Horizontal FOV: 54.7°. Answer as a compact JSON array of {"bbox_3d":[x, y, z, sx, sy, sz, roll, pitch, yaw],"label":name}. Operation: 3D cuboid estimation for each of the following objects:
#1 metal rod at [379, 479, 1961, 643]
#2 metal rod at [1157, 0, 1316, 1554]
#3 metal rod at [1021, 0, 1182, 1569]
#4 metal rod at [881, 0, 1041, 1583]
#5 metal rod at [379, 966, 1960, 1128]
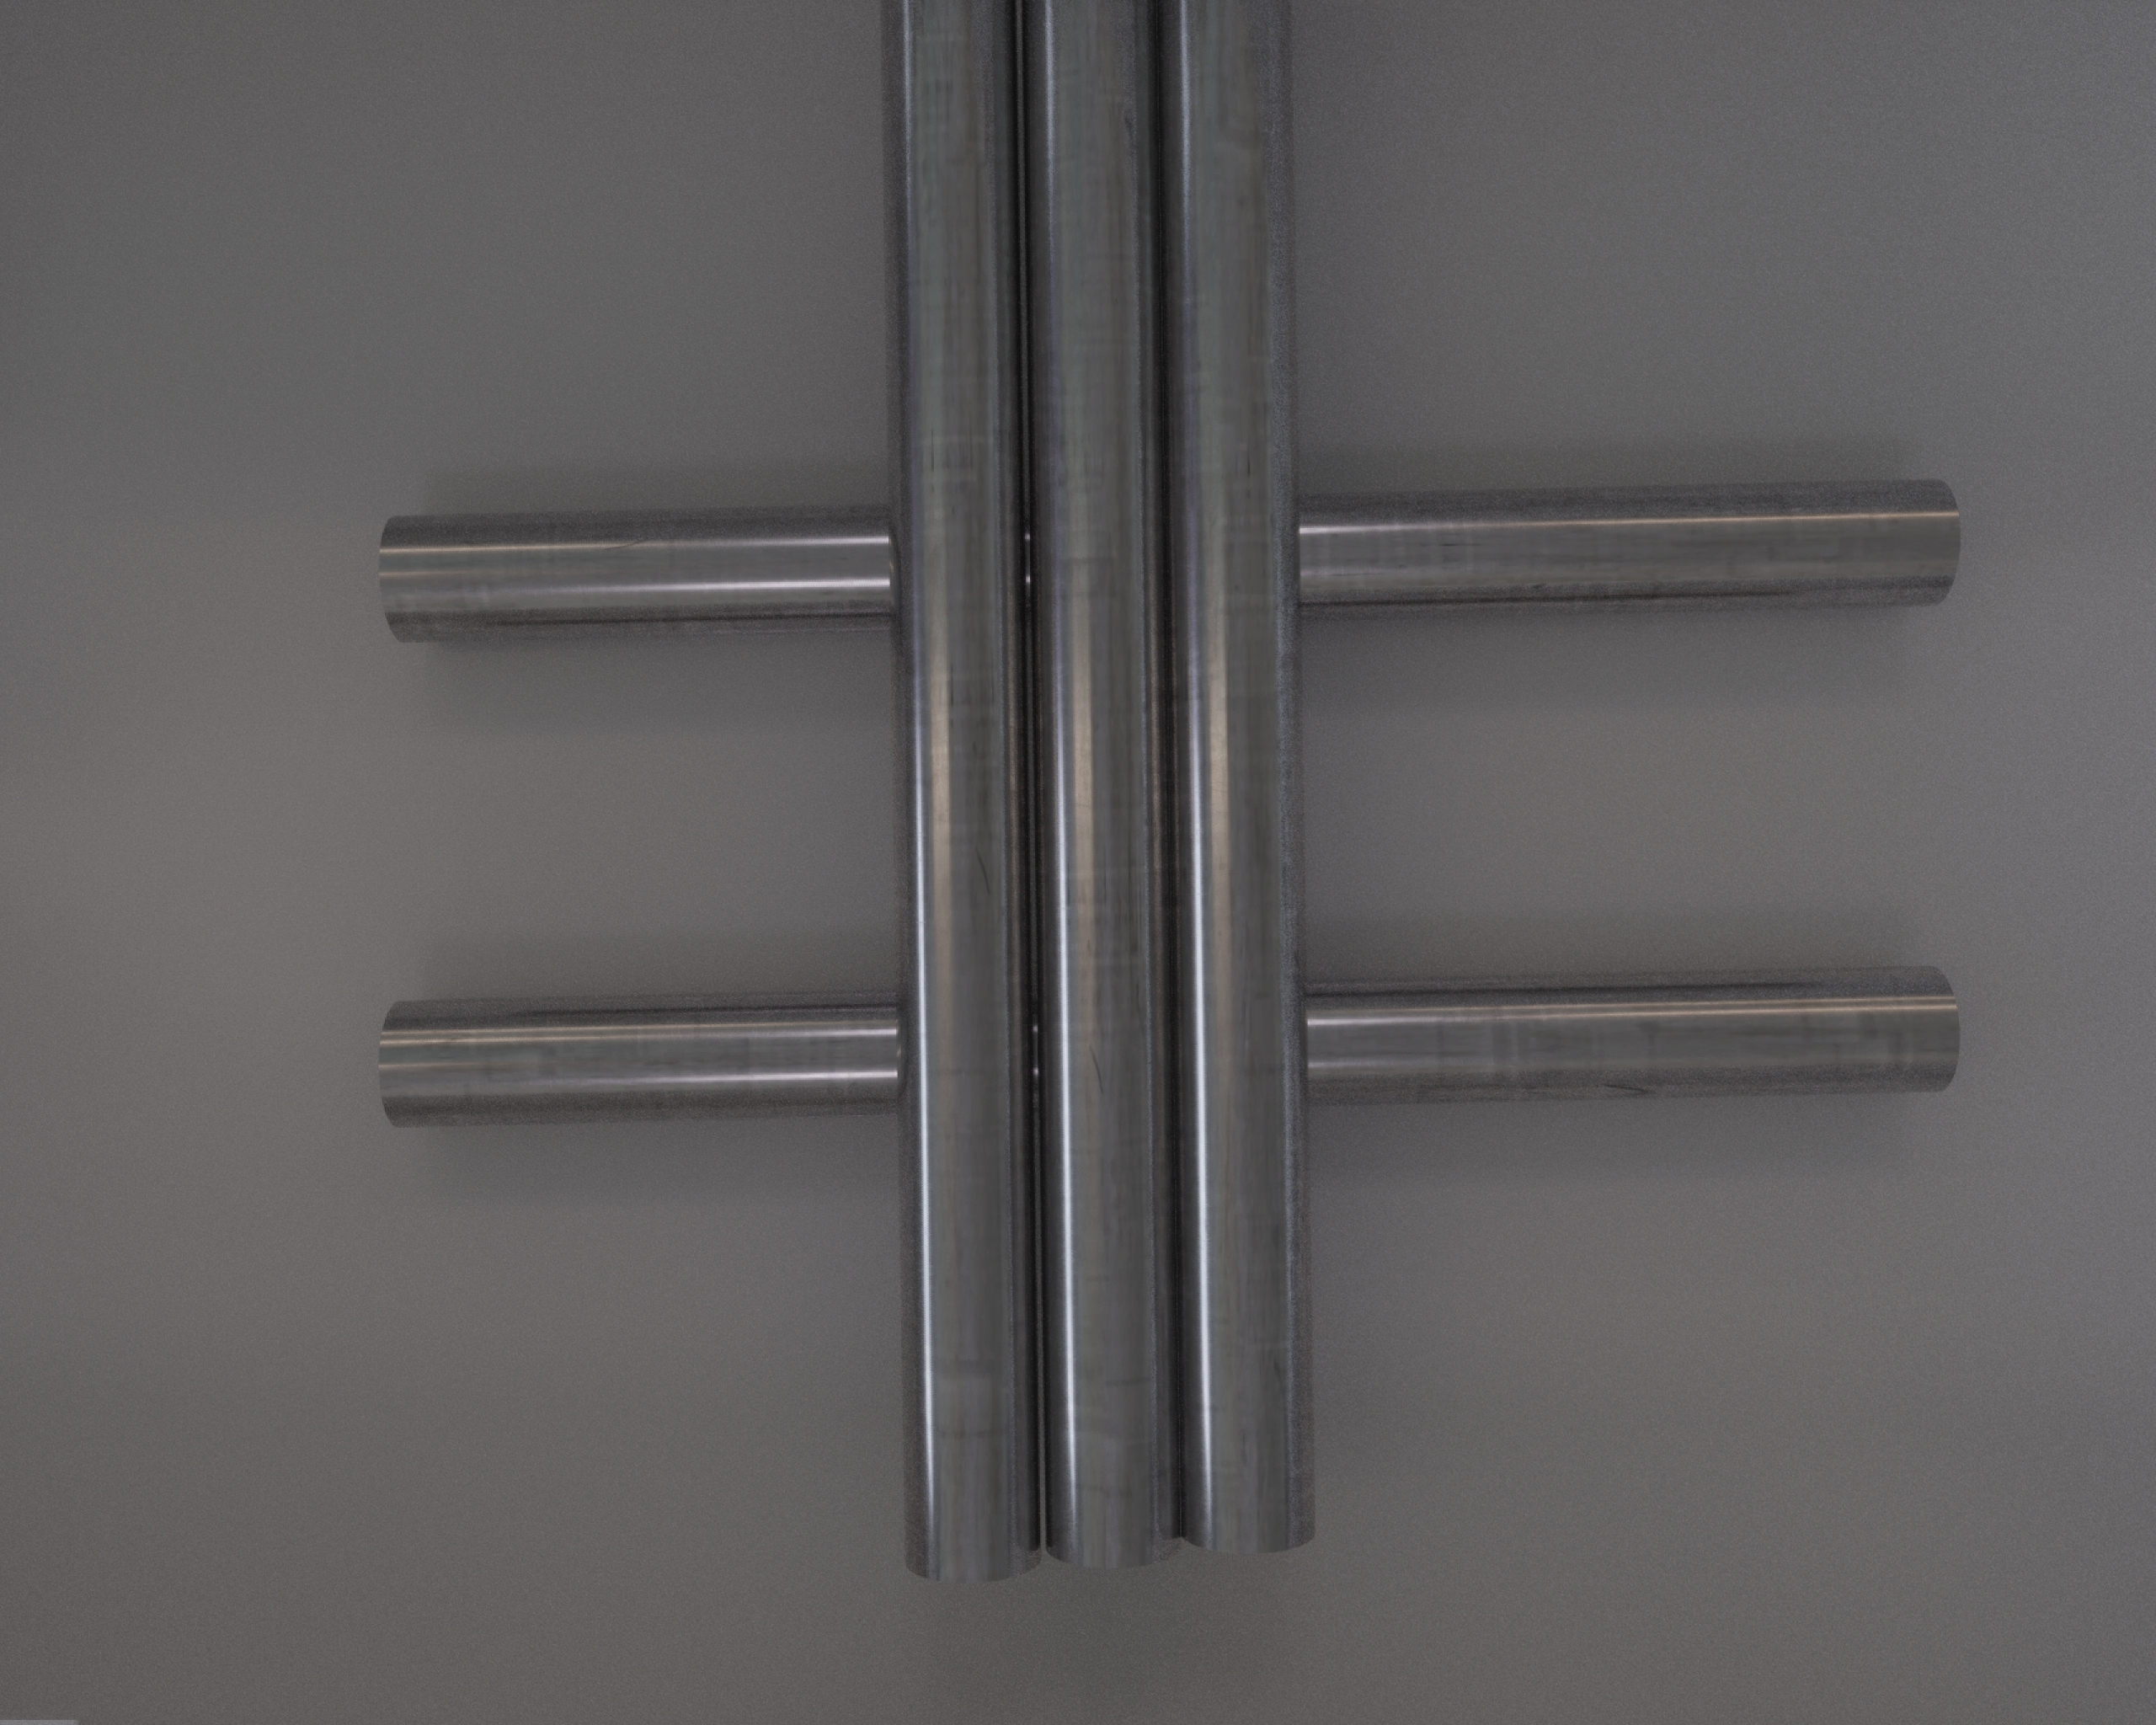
[{"bbox_3d":[0.018,-0.059,0.410,0.302,0.025,0.025,-1,90,0],"label":"metal rod"},{"bbox_3d":[0.029,-0.026,0.384,0.025,0.025,0.298,-1,90,0],"label":"metal rod"},{"bbox_3d":[0.004,-0.023,0.384,0.025,0.025,0.298,-1,90,0],"label":"metal rod"},{"bbox_3d":[-0.022,-0.021,0.384,0.025,0.025,0.298,-1,90,0],"label":"metal rod"},{"bbox_3d":[0.018,0.036,0.410,0.302,0.025,0.025,-1,90,0],"label":"metal rod"}]
